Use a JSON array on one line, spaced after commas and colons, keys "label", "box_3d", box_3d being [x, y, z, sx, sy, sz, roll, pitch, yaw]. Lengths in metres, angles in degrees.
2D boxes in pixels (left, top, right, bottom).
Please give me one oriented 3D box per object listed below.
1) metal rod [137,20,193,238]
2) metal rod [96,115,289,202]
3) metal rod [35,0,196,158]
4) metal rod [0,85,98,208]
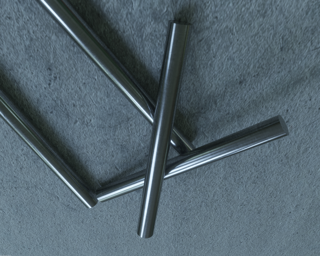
[{"label": "metal rod", "box_3d": [0.000, 0.022, 0.386, 0.025, 0.025, 0.298, 6, 118, -6]}, {"label": "metal rod", "box_3d": [0.022, 0.052, 0.420, 0.299, 0.025, 0.025, -26, 126, 31]}, {"label": "metal rod", "box_3d": [-0.046, -0.060, 0.355, 0.025, 0.025, 0.300, -28, 125, 21]}, {"label": "metal rod", "box_3d": [-0.169, 0.016, 0.418, 0.025, 0.025, 0.299, -17, 128, 14]}]
